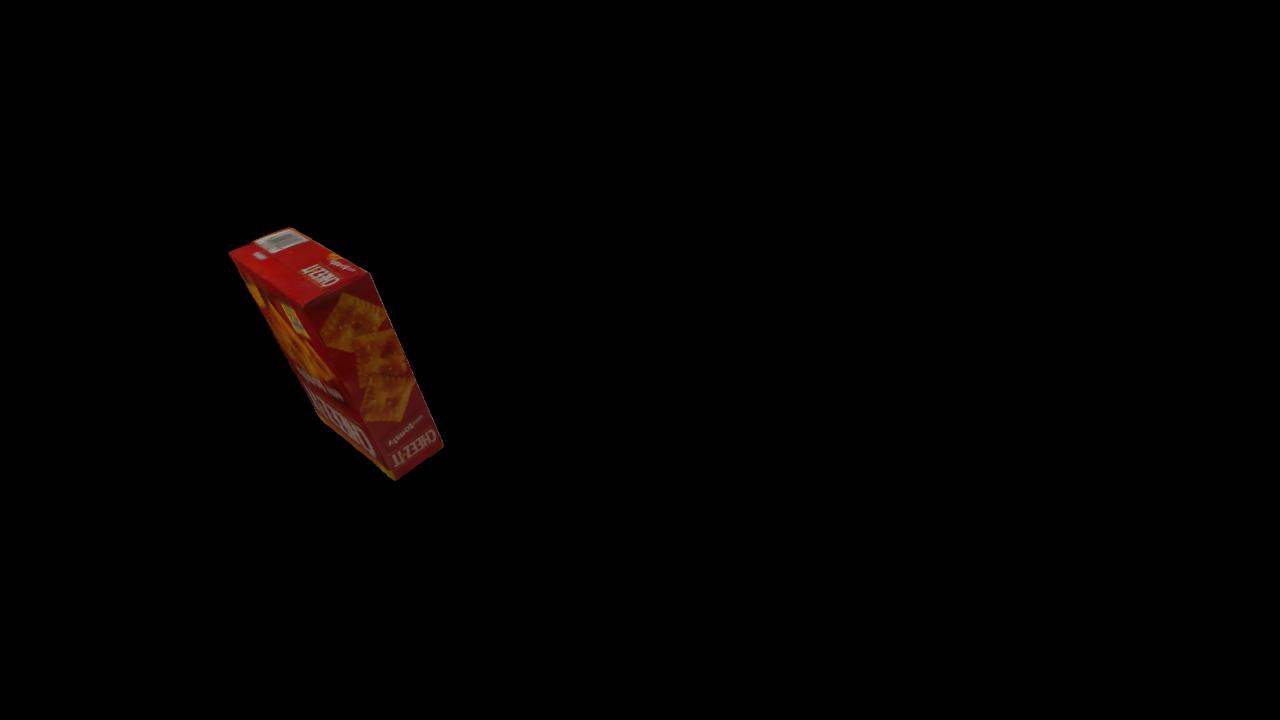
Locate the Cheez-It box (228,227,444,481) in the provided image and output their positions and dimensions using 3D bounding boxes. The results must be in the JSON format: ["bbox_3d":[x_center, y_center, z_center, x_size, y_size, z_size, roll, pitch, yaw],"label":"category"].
[{"bbox_3d":[-0.300,-0.004,0.619,0.166,0.223,0.071,26,49,34],"label":"Cheez-It box"}]
